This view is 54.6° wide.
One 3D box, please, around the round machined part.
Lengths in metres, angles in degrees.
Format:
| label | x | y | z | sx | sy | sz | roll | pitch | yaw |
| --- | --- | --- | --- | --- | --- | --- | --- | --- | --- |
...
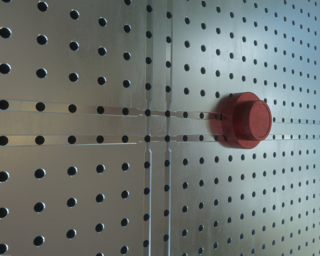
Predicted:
| label | x | y | z | sx | sy | sz | roll | pitch | yaw |
| --- | --- | --- | --- | --- | --- | --- | --- | --- | --- |
| round machined part | 0.153 | -0.012 | 0.525 | 0.099 | 0.042 | 0.097 | 0 | 90 | -40 |
